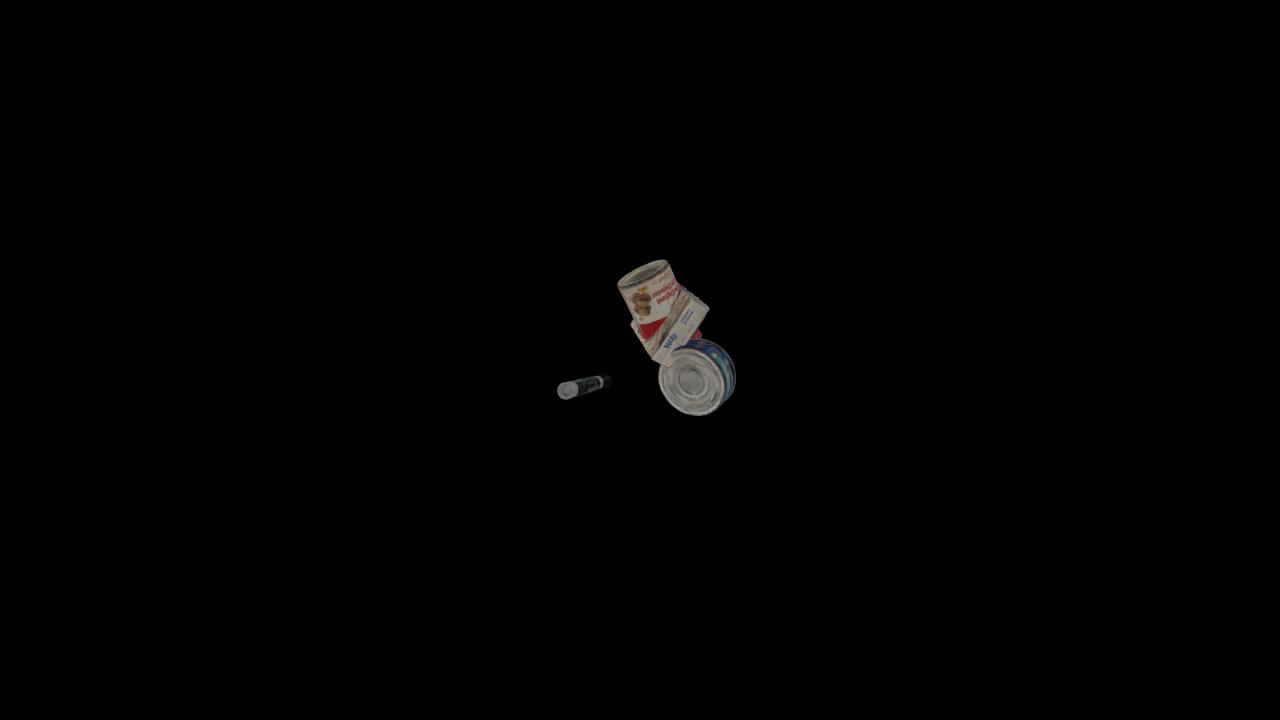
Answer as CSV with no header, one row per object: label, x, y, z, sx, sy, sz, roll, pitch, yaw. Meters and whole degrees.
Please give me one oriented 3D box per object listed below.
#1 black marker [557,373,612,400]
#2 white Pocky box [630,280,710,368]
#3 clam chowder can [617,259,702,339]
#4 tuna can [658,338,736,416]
black marker,-0.061,0.029,0.706,0.020,0.020,0.121,0,4,18
white Pocky box,0.032,-0.051,0.743,0.028,0.084,0.154,29,11,-19
clam chowder can,0.023,-0.060,0.732,0.068,0.102,0.068,-24,19,9
tuna can,0.063,0.020,0.690,0.084,0.084,0.034,0,19,29
